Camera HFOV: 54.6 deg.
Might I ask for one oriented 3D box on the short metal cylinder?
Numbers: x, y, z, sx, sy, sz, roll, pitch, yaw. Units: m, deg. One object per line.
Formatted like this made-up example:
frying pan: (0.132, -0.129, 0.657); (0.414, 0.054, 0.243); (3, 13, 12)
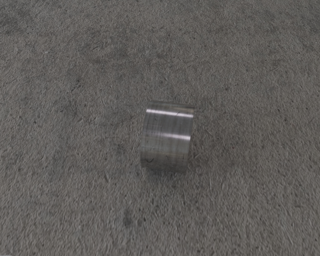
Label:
short metal cylinder: (0.010, 0.010, 0.359); (0.050, 0.080, 0.080); (8, 51, 6)
